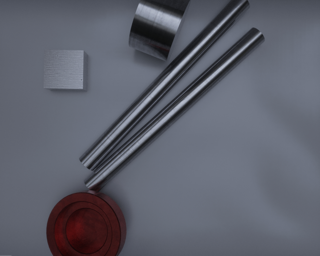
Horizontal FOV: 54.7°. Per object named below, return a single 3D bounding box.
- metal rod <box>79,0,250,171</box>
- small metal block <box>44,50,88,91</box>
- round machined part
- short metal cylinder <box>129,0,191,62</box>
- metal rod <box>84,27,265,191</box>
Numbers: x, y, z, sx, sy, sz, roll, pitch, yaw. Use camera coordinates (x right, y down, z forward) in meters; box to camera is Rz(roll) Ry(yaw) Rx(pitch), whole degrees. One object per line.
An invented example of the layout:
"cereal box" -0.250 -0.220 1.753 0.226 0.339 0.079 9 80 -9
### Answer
"metal rod" 0.006 -0.060 0.411 0.025 0.025 0.300 44 90 -1
"small metal block" -0.124 -0.075 0.410 0.050 0.025 0.050 1 90 -1
"round machined part" -0.089 0.128 0.395 0.098 0.042 0.097 -1 86 13
"short metal cylinder" 0.000 -0.129 0.384 0.050 0.080 0.080 22 90 -1
"metal rod" 0.019 -0.023 0.411 0.300 0.025 0.025 -42 91 -1
